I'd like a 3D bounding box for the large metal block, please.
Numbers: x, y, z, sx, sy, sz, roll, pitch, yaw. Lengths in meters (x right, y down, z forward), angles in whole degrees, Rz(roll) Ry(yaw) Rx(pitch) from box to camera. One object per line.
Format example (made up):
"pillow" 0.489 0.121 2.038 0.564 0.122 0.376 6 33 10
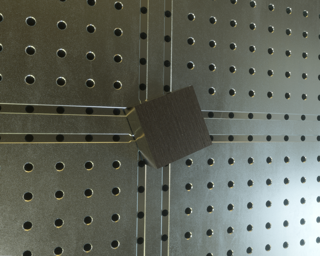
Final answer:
"large metal block" 0.010 -0.002 0.401 0.081 0.050 0.080 -22 98 -19
